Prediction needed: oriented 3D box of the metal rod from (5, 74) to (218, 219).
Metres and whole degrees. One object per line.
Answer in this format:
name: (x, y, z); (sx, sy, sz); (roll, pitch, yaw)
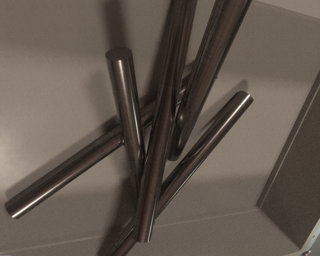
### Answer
metal rod: (-0.056, 0.013, 0.387); (0.301, 0.025, 0.025); (-35, 129, -5)

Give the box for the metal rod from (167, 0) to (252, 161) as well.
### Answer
metal rod: (0.039, -0.040, 0.319); (0.025, 0.025, 0.298); (-17, 154, -19)

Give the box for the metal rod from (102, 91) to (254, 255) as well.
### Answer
metal rod: (0.029, 0.066, 0.434); (0.300, 0.025, 0.025); (-49, 130, -7)

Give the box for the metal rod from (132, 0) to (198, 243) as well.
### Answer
metal rod: (0.003, -0.002, 0.369); (0.025, 0.025, 0.298); (3, 104, -30)

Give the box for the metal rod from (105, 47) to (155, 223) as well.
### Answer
metal rod: (-0.029, 0.039, 0.390); (0.025, 0.025, 0.298); (-21, 135, -16)
